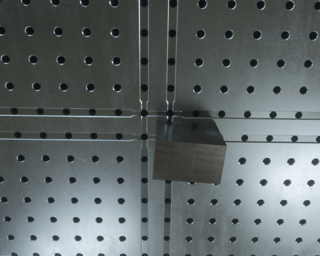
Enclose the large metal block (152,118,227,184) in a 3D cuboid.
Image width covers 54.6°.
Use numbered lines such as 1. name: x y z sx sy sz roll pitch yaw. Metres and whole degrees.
1. large metal block: 0.033 0.026 0.394 0.080 0.080 0.050 5 110 -2
